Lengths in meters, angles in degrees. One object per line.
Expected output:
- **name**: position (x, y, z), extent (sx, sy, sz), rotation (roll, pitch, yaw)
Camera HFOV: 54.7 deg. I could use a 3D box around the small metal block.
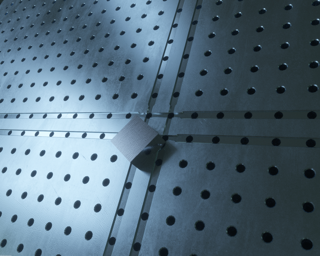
- **small metal block**: position (-0.029, 0.018, 0.411), extent (0.050, 0.025, 0.050), rotation (-46, 51, -4)
